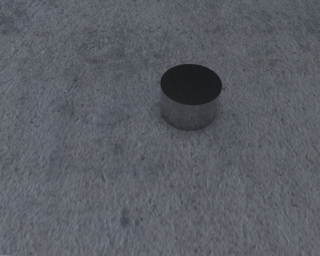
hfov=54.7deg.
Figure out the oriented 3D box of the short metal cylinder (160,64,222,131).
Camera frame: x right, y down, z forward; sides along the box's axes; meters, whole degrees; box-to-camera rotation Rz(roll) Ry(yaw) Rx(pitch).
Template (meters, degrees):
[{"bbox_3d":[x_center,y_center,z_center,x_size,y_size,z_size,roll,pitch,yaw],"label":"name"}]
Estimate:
[{"bbox_3d":[0.041,-0.043,0.423,0.081,0.050,0.080,0,50,0],"label":"short metal cylinder"}]
